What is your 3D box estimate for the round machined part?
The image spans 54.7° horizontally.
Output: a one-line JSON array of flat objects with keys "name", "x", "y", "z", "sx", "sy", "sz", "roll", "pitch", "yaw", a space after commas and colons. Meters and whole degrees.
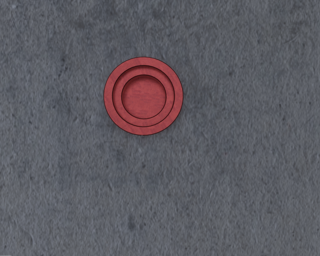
[{"name": "round machined part", "x": -0.020, "y": -0.039, "z": 0.401, "sx": 0.099, "sy": 0.042, "sz": 0.097, "roll": 0, "pitch": 90, "yaw": -1}]
